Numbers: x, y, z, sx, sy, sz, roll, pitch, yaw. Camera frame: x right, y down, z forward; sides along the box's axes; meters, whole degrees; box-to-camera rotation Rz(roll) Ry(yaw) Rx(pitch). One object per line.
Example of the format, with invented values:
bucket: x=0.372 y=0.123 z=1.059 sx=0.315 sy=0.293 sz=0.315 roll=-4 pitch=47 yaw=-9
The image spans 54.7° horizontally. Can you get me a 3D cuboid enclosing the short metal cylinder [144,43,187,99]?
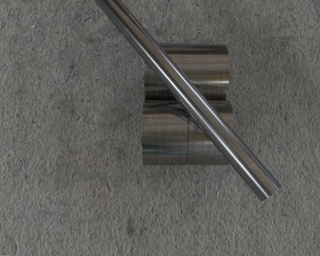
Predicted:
short metal cylinder: x=0.007 y=-0.070 z=0.406 sx=0.050 sy=0.080 sz=0.080 roll=1 pitch=70 yaw=0

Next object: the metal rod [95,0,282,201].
metal rod: x=0.020 y=-0.049 z=0.342 sx=0.025 sy=0.025 sz=0.300 roll=-35 pitch=74 yaw=-12

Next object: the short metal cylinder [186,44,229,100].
short metal cylinder: x=0.057 y=-0.069 z=0.406 sx=0.050 sy=0.080 sz=0.080 roll=1 pitch=70 yaw=0

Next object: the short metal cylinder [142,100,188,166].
short metal cylinder: x=0.006 y=0.005 z=0.378 sx=0.050 sy=0.080 sz=0.080 roll=1 pitch=70 yaw=0

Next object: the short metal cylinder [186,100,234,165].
short metal cylinder: x=0.057 y=0.005 z=0.379 sx=0.050 sy=0.080 sz=0.080 roll=1 pitch=70 yaw=0
